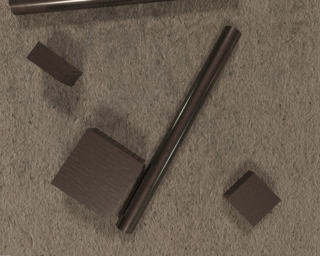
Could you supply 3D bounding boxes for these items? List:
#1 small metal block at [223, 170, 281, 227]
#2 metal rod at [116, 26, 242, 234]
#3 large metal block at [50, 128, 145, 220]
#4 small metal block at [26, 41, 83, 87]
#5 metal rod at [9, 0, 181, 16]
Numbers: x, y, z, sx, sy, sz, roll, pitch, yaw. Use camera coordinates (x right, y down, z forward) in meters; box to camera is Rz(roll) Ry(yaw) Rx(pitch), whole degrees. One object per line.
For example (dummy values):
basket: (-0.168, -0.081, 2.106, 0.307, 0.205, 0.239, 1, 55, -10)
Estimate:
small metal block: (0.121, 0.093, 0.412, 0.050, 0.025, 0.050, -44, 91, 0)
metal rod: (0.025, 0.002, 0.410, 0.025, 0.025, 0.299, 29, 90, -1)
large metal block: (-0.076, 0.055, 0.397, 0.080, 0.050, 0.080, 34, 90, -1)
small metal block: (-0.132, -0.080, 0.396, 0.050, 0.050, 0.025, 36, 90, -1)
metal rod: (-0.043, -0.176, 0.409, 0.302, 0.025, 0.025, -6, 90, -1)
